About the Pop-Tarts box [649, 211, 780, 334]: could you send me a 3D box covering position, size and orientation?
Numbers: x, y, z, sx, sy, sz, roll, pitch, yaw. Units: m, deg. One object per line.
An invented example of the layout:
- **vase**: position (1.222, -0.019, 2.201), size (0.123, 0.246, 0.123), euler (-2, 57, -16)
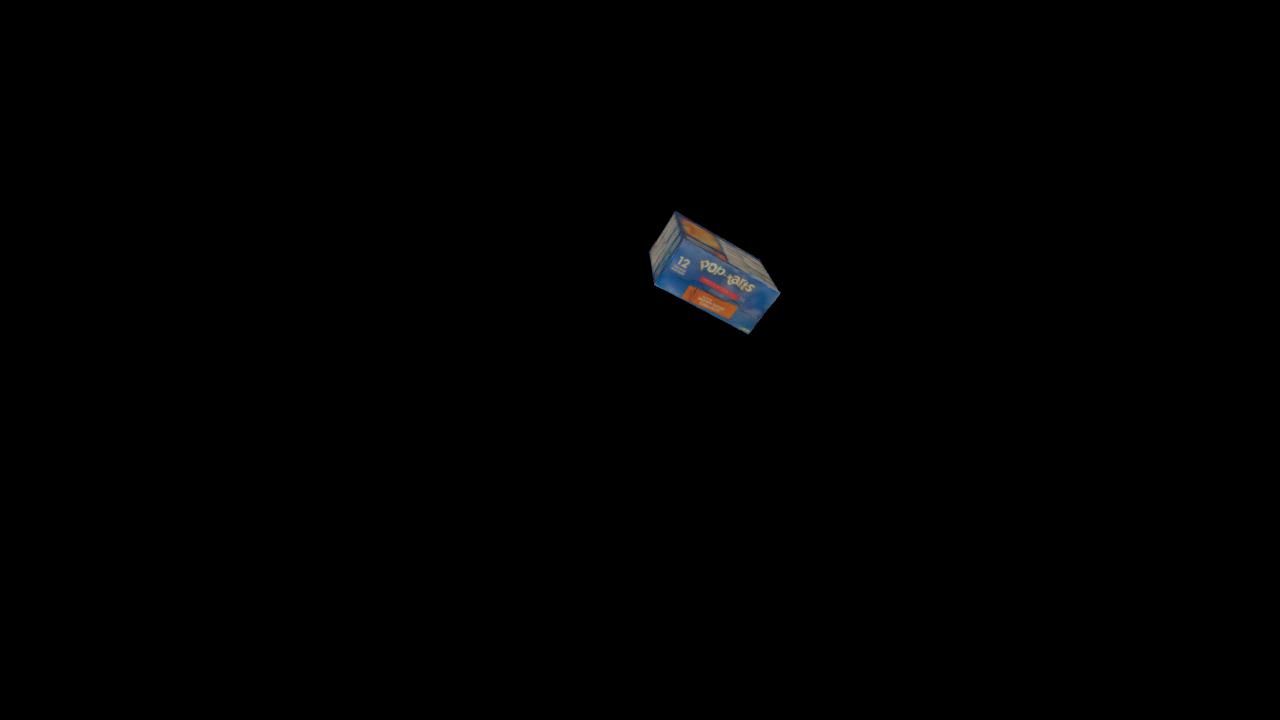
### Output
- **Pop-Tarts box**: position (0.107, -0.133, 0.930), size (0.167, 0.083, 0.141), euler (25, 25, -16)
